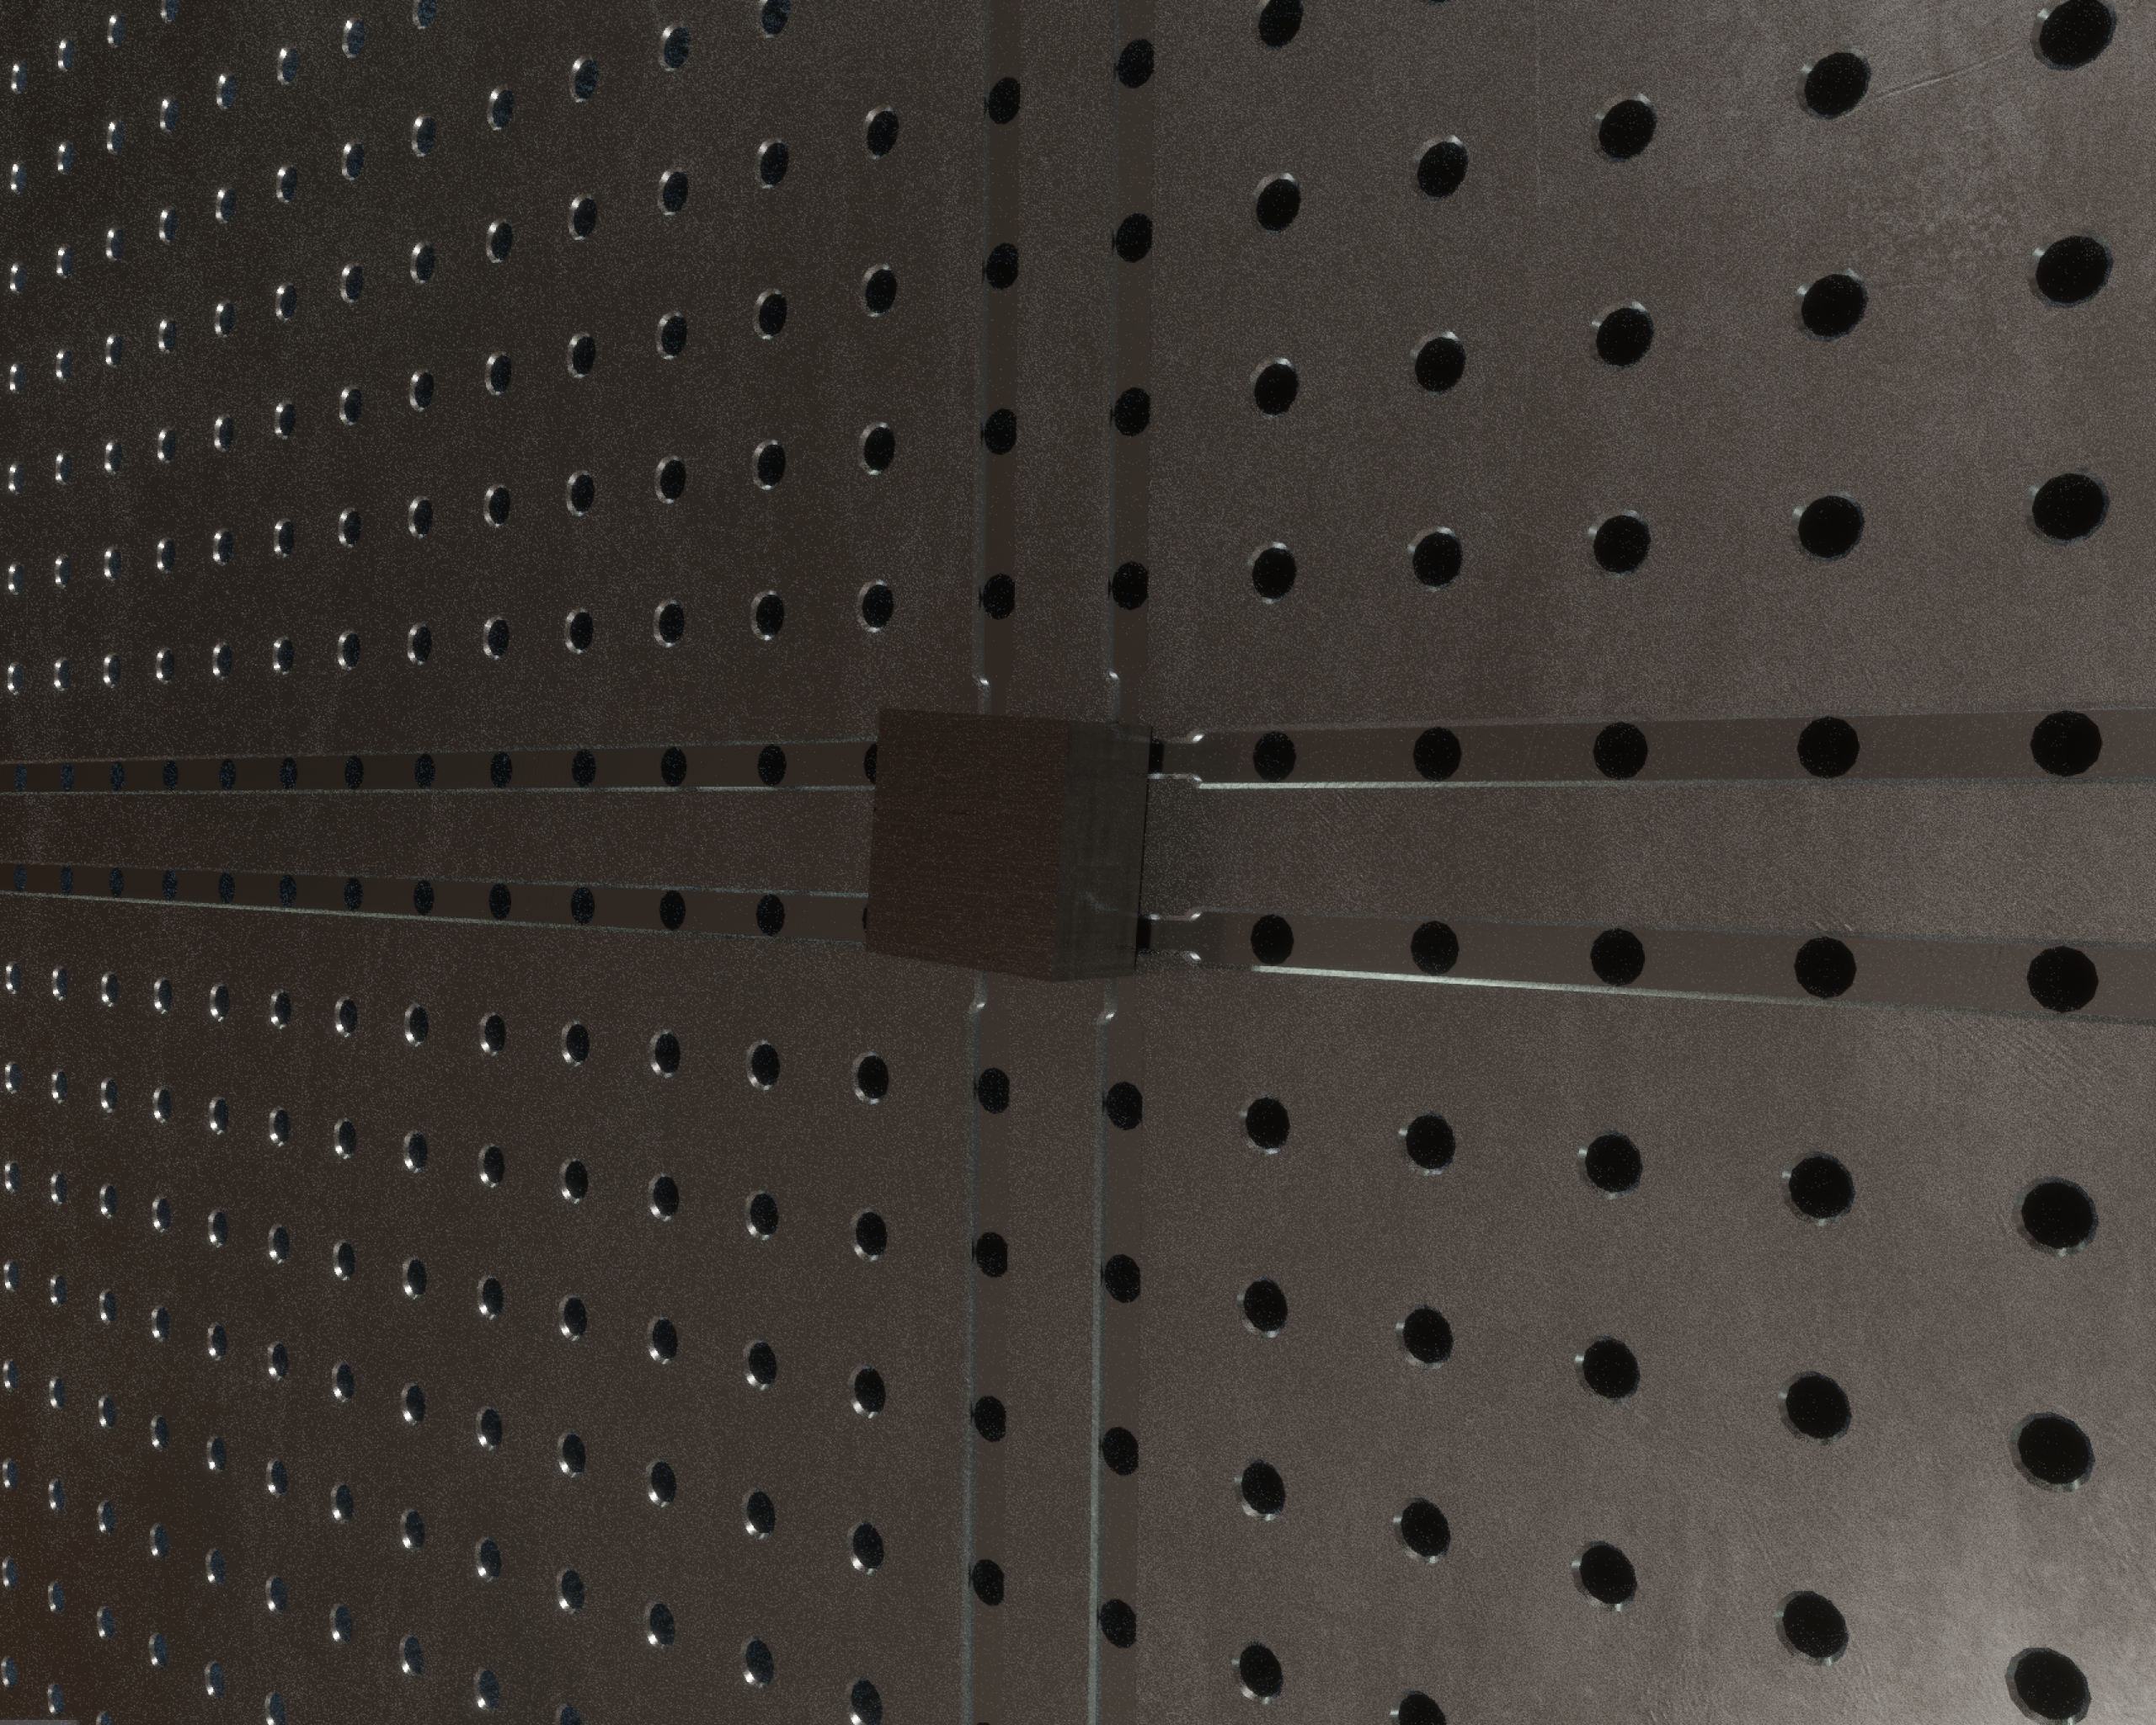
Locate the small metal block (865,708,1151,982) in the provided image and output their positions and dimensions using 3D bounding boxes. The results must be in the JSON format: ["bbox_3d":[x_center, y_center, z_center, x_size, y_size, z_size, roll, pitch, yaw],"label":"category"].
[{"bbox_3d":[-0.015,-0.004,0.419,0.050,0.025,0.050,7,94,39],"label":"small metal block"}]
